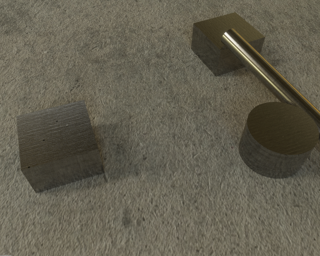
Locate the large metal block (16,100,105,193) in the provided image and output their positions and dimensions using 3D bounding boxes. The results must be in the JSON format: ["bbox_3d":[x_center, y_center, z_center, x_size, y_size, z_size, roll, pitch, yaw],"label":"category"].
[{"bbox_3d":[-0.118,0.020,0.369,0.081,0.050,0.080,-15,52,-13],"label":"large metal block"}]

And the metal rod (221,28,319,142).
[{"bbox_3d":[0.181,-0.023,0.390,0.025,0.025,0.300,-27,65,-21],"label":"metal rod"}]

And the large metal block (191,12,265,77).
[{"bbox_3d":[0.107,-0.138,0.504,0.081,0.050,0.080,-20,53,-16],"label":"large metal block"}]

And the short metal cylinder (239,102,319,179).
[{"bbox_3d":[0.141,0.014,0.376,0.081,0.050,0.080,0,50,0],"label":"short metal cylinder"}]
